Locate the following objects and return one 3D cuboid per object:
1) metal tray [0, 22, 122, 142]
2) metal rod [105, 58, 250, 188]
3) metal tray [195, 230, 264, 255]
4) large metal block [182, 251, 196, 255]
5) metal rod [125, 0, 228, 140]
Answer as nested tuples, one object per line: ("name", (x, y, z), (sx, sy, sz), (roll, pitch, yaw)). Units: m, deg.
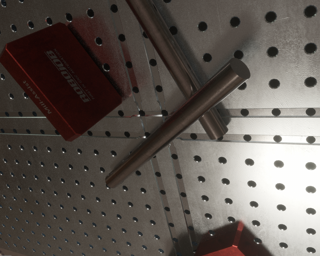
("metal tray", (-0.119, -0.059, 0.390), (0.030, 0.090, 0.130), (-26, 104, 46))
("metal rod", (-0.001, 0.015, 0.397), (0.025, 0.025, 0.299), (44, 136, -3))
("metal tray", (0.128, 0.225, 0.479), (0.130, 0.030, 0.090), (47, 129, -6))
("large metal block", (0.036, 0.265, 0.519), (0.050, 0.080, 0.080), (48, 129, -6))
("metal rod", (-0.008, -0.115, 0.342), (0.025, 0.025, 0.299), (-23, 106, 36))
